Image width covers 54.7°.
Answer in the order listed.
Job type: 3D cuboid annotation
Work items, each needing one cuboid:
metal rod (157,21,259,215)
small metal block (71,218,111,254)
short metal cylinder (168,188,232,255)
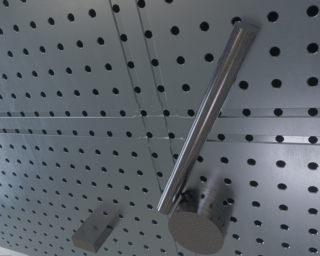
[{"bbox_3d":[0.047,0.013,0.394,0.025,0.025,0.298,27,128,11],"label":"metal rod"},{"bbox_3d":[-0.131,0.205,0.590,0.050,0.050,0.025,7,121,25],"label":"small metal block"},{"bbox_3d":[0.059,0.134,0.447,0.080,0.050,0.079,13,124,21],"label":"short metal cylinder"}]
